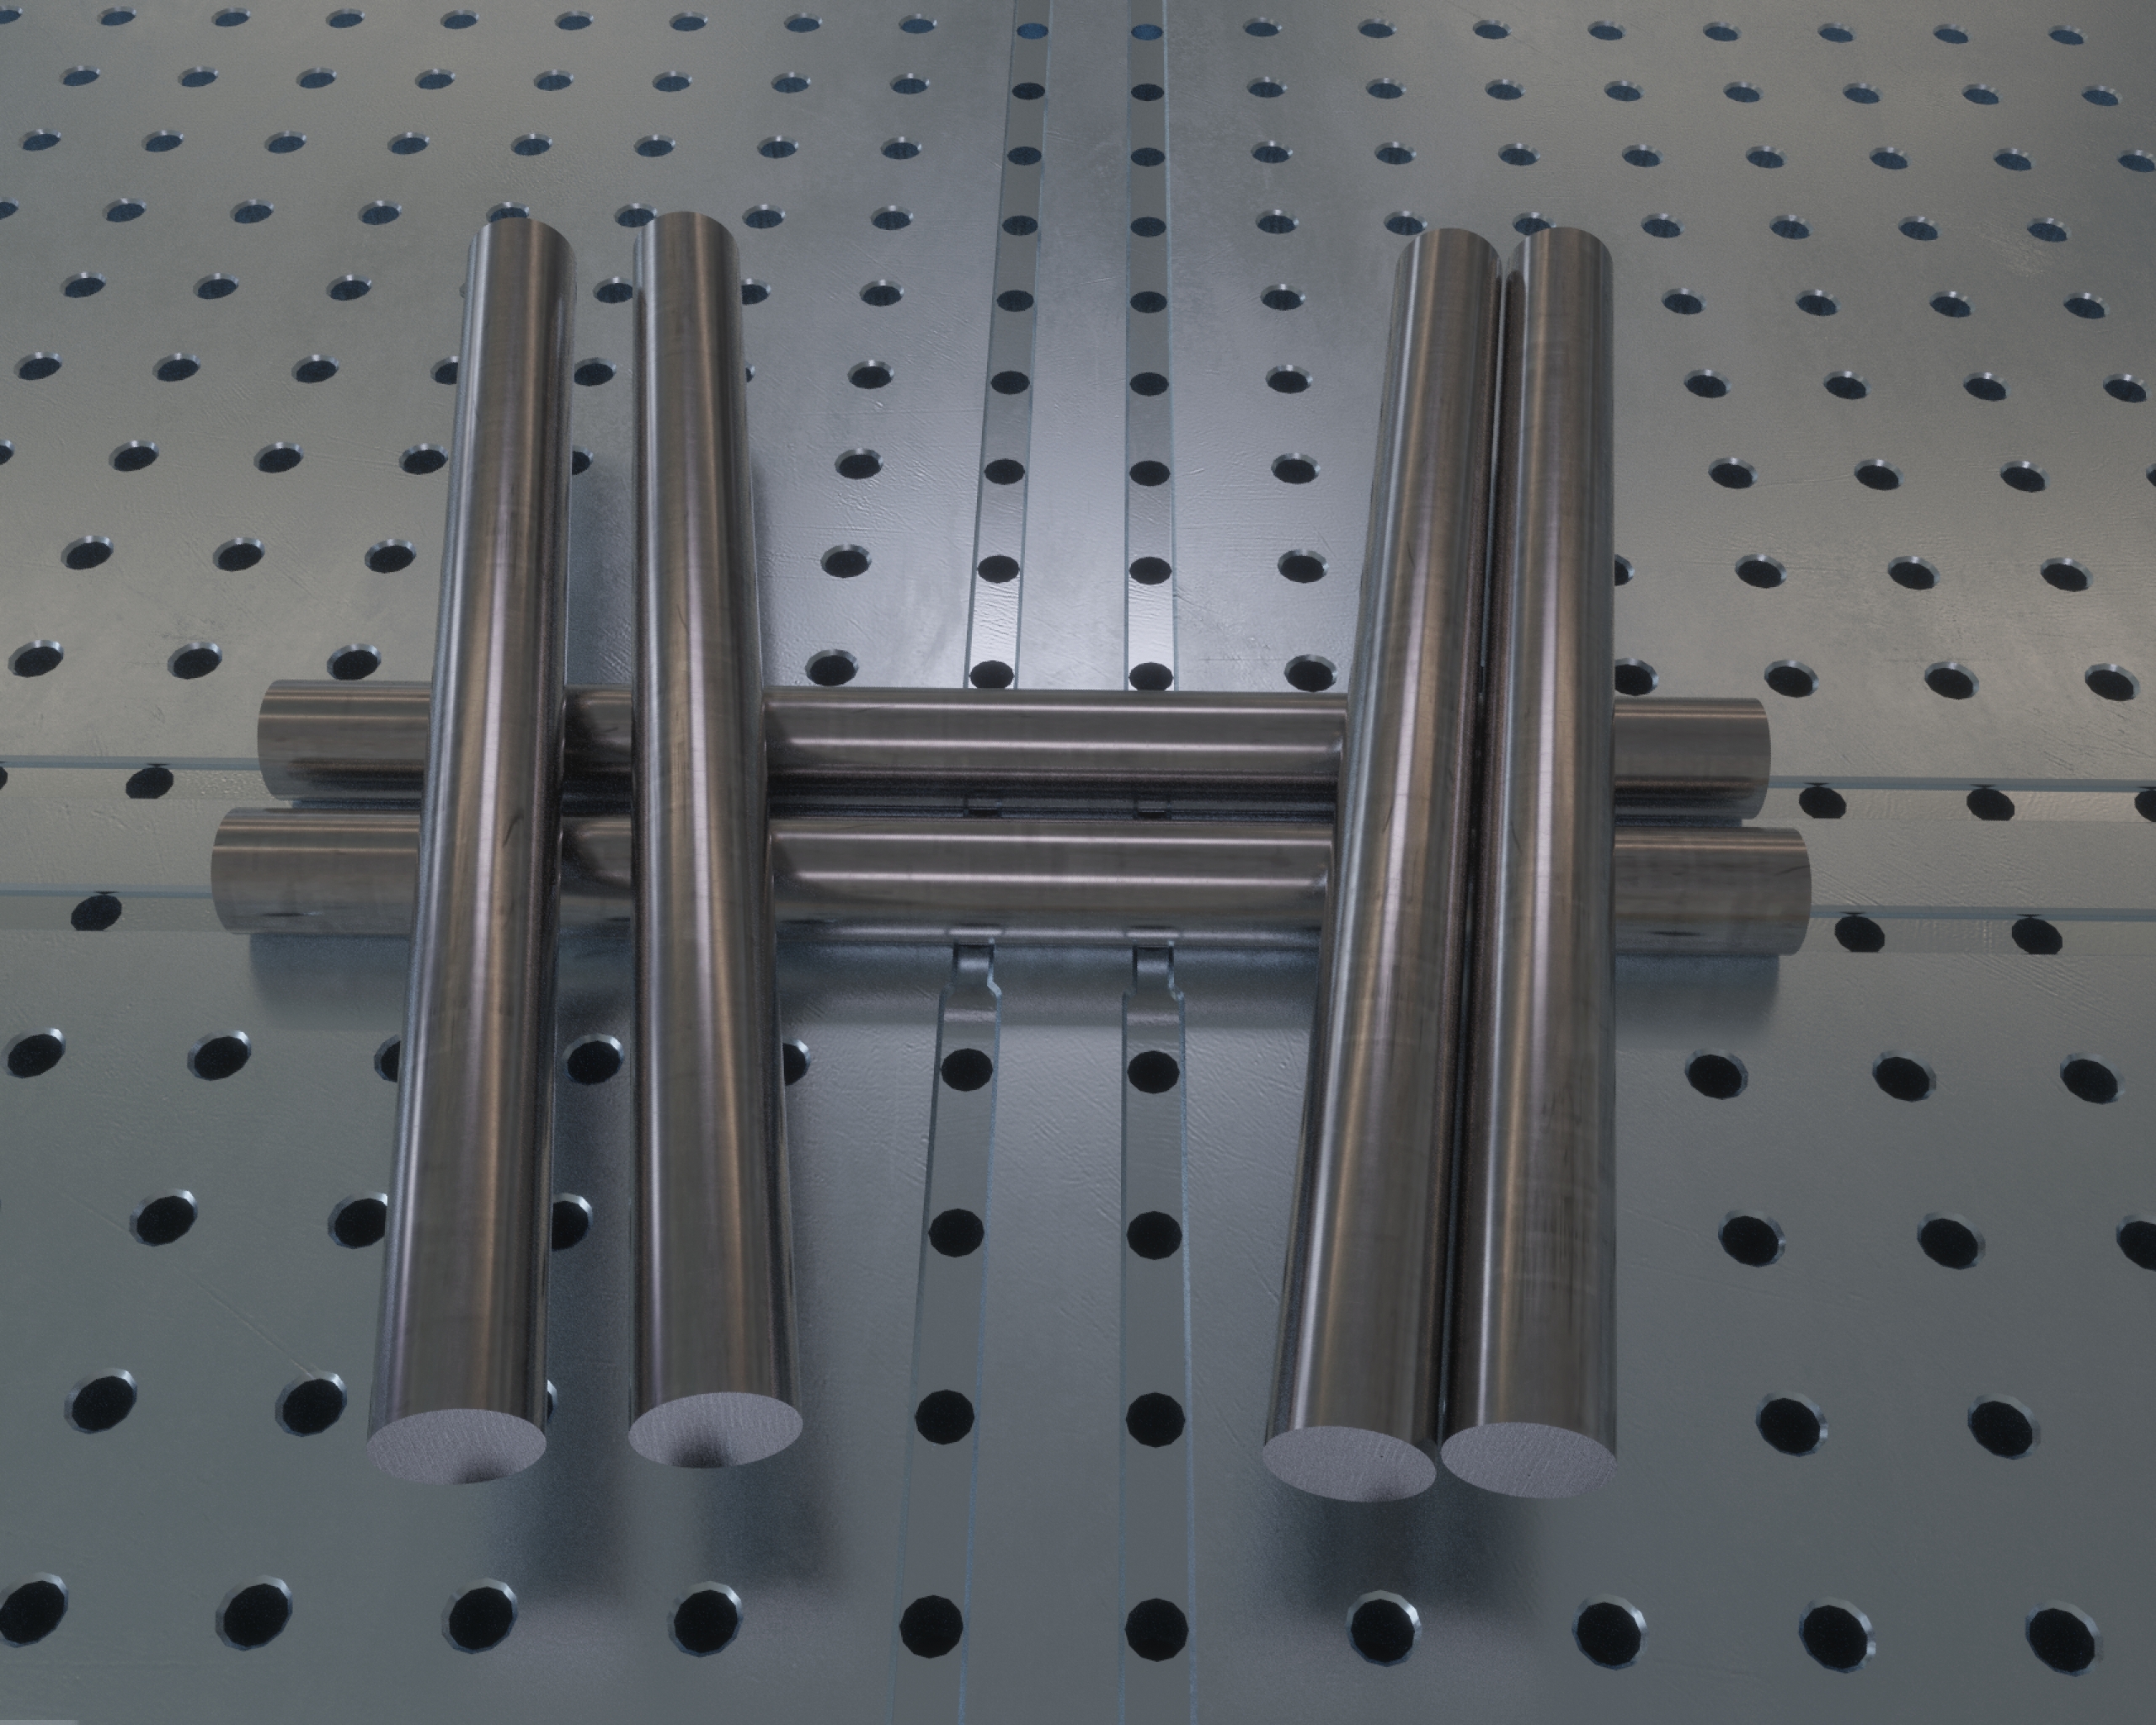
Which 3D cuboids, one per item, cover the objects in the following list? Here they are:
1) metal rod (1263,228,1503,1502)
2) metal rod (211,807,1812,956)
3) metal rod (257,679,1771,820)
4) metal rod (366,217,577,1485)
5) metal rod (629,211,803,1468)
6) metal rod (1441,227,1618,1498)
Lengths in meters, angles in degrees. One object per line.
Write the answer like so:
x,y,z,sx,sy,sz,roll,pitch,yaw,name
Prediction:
0.064,-0.026,0.398,0.025,0.025,0.300,7,50,6,metal rod
-0.013,0.004,0.406,0.302,0.025,0.025,1,50,0,metal rod
-0.013,-0.023,0.428,0.302,0.025,0.025,1,50,0,metal rod
-0.111,-0.028,0.399,0.025,0.025,0.300,-6,50,-5,metal rod
-0.073,-0.030,0.401,0.025,0.025,0.300,-6,50,-5,metal rod
0.090,-0.026,0.399,0.025,0.025,0.300,7,50,6,metal rod
